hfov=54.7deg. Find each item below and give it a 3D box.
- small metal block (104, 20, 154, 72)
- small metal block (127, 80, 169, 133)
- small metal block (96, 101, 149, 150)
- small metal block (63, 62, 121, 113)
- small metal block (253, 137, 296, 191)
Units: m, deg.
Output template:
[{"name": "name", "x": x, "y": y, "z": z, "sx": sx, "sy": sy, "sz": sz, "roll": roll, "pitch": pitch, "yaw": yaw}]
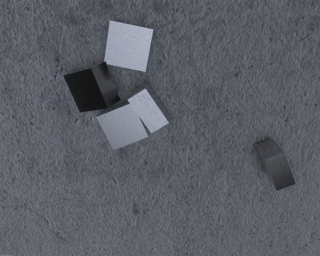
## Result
[{"name": "small metal block", "x": -0.037, "y": -0.099, "z": 0.373, "sx": 0.050, "sy": 0.025, "sz": 0.050, "roll": 11, "pitch": 110, "yaw": -4}, {"name": "small metal block", "x": -0.013, "y": -0.028, "z": 0.386, "sx": 0.025, "sy": 0.050, "sz": 0.050, "roll": -31, "pitch": 107, "yaw": 11}, {"name": "small metal block", "x": -0.048, "y": -0.005, "z": 0.407, "sx": 0.050, "sy": 0.025, "sz": 0.050, "roll": -21, "pitch": 109, "yaw": 7}, {"name": "small metal block", "x": -0.083, "y": -0.049, "z": 0.379, "sx": 0.050, "sy": 0.025, "sz": 0.050, "roll": -5, "pitch": 114, "yaw": 36}, {"name": "small metal block", "x": 0.152, "y": 0.047, "z": 0.415, "sx": 0.025, "sy": 0.050, "sz": 0.050, "roll": -24, "pitch": 109, "yaw": 8}]
